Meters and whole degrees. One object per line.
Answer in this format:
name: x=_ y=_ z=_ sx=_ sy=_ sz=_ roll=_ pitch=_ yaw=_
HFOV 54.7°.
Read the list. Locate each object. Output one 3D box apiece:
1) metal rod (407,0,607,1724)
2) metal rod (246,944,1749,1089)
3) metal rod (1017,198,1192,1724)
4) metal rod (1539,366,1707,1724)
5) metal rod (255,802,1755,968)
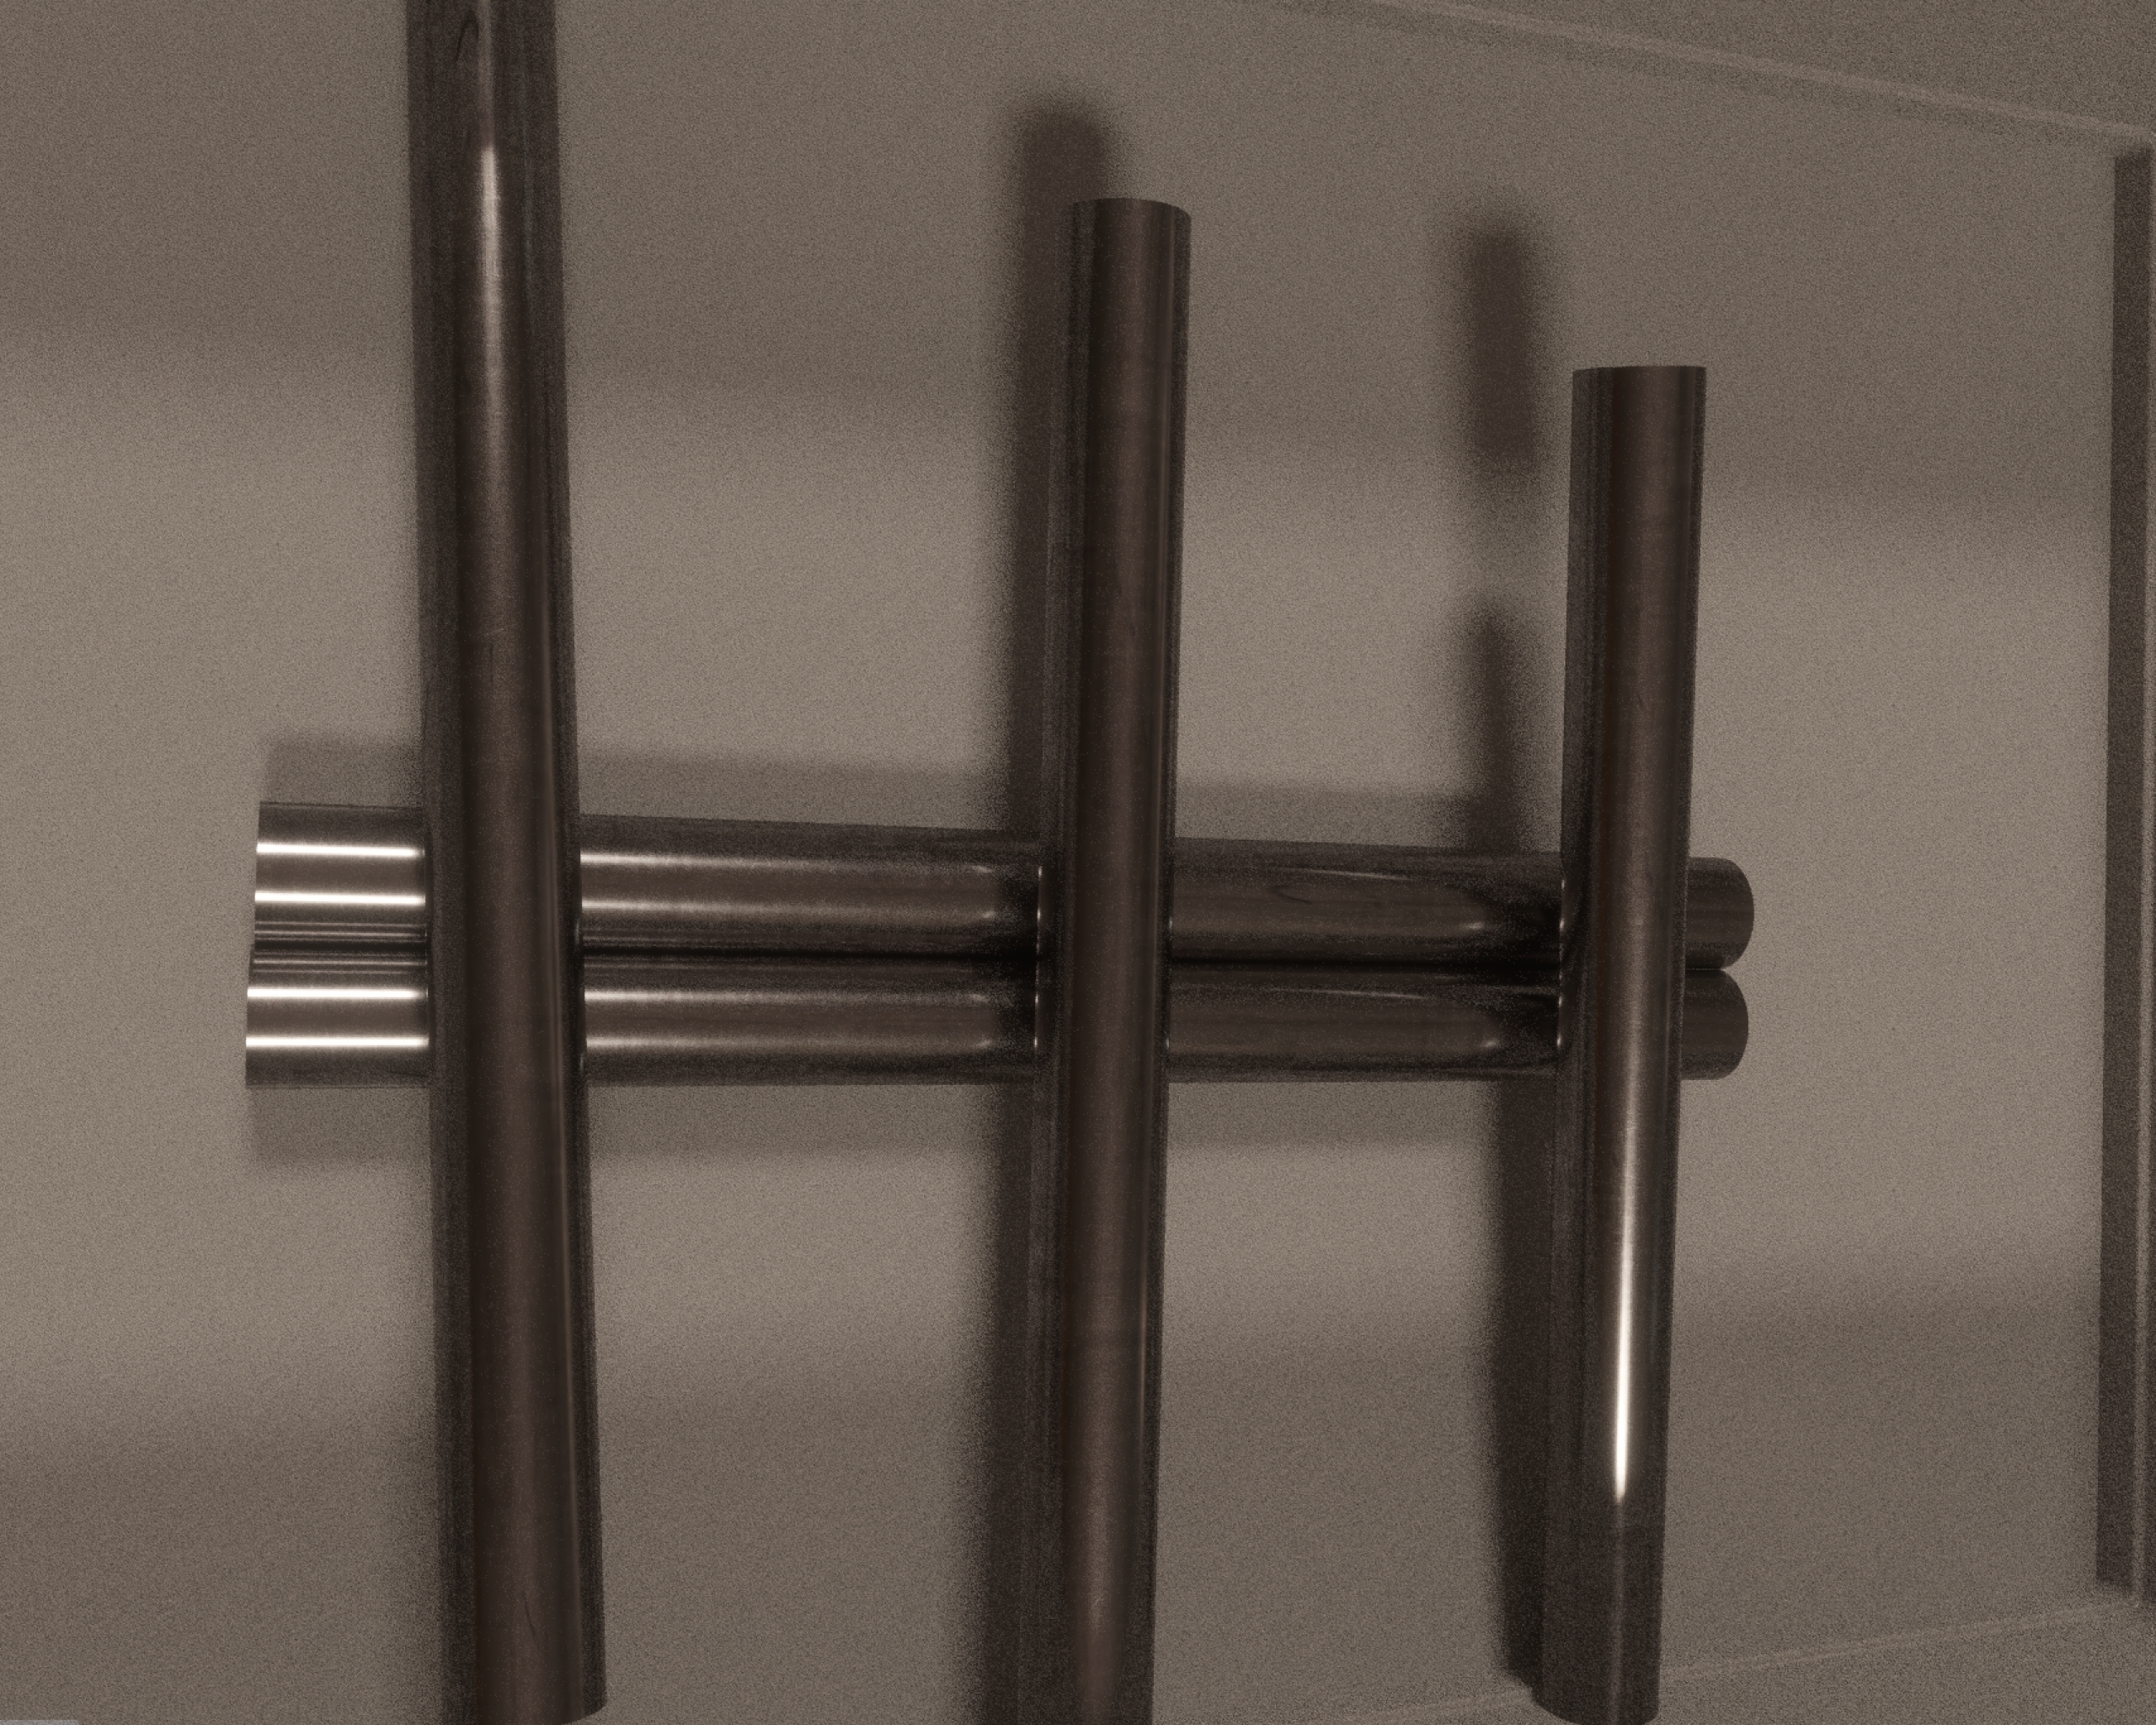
metal rod: x=-0.096 y=-0.014 z=0.348 sx=0.025 sy=0.025 sz=0.298 roll=-1 pitch=82 yaw=-20
metal rod: x=-0.001 y=0.031 z=0.410 sx=0.303 sy=0.025 sz=0.025 roll=2 pitch=90 yaw=-21
metal rod: x=0.005 y=0.030 z=0.386 sx=0.025 sy=0.025 sz=0.298 roll=2 pitch=90 yaw=-20
metal rod: x=0.110 y=0.052 z=0.428 sx=0.025 sy=0.025 sz=0.298 roll=-4 pitch=100 yaw=-20
metal rod: x=0.001 y=0.007 z=0.411 sx=0.303 sy=0.025 sz=0.025 roll=2 pitch=90 yaw=-21
